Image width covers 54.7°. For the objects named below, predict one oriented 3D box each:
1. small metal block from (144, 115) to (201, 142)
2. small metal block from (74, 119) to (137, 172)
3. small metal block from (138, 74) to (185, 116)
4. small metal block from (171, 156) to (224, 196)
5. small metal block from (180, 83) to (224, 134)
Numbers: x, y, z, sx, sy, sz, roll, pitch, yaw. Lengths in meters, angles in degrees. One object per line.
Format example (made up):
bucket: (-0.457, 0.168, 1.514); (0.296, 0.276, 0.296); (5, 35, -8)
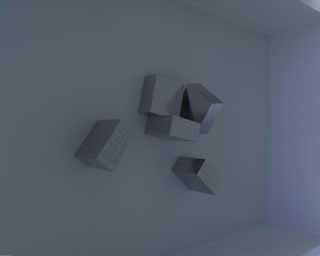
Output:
small metal block: (0.016, 0.001, 0.406); (0.050, 0.050, 0.025); (15, 81, -39)
small metal block: (-0.061, 0.018, 0.341); (0.025, 0.050, 0.050); (44, 63, -32)
small metal block: (0.002, -0.039, 0.411); (0.050, 0.025, 0.050); (16, 80, -39)
small metal block: (0.052, 0.067, 0.437); (0.050, 0.050, 0.025); (49, 61, -29)
small metal block: (0.052, -0.026, 0.423); (0.025, 0.050, 0.050); (-5, 130, -41)
